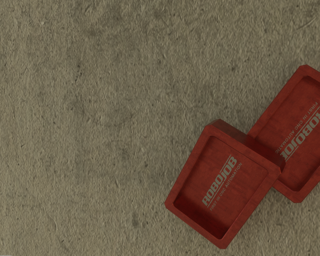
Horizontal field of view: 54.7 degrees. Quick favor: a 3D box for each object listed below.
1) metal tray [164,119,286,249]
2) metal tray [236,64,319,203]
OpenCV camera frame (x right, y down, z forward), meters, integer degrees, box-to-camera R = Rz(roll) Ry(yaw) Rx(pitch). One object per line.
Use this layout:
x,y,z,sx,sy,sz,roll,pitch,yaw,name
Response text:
0.070,0.066,0.359,0.090,0.030,0.129,34,119,18,metal tray
0.158,0.007,0.350,0.090,0.030,0.129,38,102,16,metal tray
